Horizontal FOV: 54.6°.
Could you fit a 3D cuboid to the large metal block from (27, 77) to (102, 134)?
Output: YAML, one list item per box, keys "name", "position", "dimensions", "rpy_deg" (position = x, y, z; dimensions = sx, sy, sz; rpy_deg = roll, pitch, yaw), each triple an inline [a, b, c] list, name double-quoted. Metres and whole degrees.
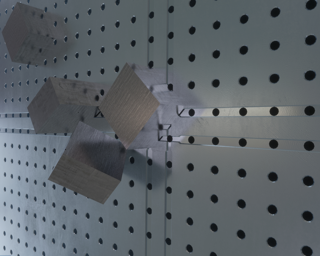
- name: "large metal block"
  position: [-0.153, -0.034, 0.501]
  dimensions: [0.080, 0.081, 0.050]
  rpy_deg: [-40, 66, 33]

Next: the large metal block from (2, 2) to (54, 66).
- name: "large metal block"
  position: [-0.262, -0.183, 0.612]
  dimensions: [0.080, 0.050, 0.080]
  rpy_deg: [-41, 65, 32]

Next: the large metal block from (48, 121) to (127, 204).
- name: "large metal block"
  position: [-0.096, 0.047, 0.433]
  dimensions: [0.050, 0.080, 0.080]
  rpy_deg: [-53, 17, 27]

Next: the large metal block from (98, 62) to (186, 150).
- name: "large metal block"
  position: [-0.027, -0.028, 0.416]
  dimensions: [0.080, 0.050, 0.080]
  rpy_deg: [52, 121, 27]
